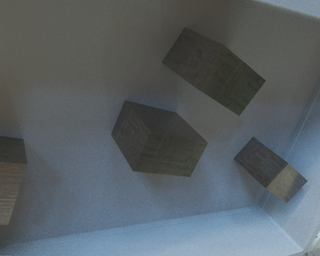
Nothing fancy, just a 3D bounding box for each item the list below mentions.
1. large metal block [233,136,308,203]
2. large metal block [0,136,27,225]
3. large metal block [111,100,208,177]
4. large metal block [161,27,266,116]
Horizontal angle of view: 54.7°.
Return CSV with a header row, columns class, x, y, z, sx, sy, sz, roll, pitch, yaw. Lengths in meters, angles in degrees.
class,x,y,z,sx,sy,sz,roll,pitch,yaw
large metal block,0.183,0.069,0.516,0.080,0.080,0.050,34,100,-39
large metal block,-0.192,0.052,0.320,0.081,0.050,0.079,12,112,-33
large metal block,-0.003,0.013,0.379,0.081,0.080,0.050,12,113,-33
large metal block,0.061,-0.067,0.365,0.080,0.080,0.050,26,104,-37
